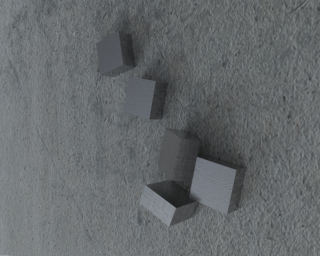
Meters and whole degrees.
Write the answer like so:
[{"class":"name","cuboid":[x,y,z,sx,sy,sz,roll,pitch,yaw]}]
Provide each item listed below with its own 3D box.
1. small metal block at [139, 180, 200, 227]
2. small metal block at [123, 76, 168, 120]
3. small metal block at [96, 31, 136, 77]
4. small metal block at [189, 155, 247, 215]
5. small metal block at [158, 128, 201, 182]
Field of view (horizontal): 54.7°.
[{"class":"small metal block","cuboid":[0.013,0.090,0.378,0.050,0.050,0.025,30,109,36]},{"class":"small metal block","cuboid":[-0.020,-0.041,0.422,0.050,0.025,0.050,16,101,38]},{"class":"small metal block","cuboid":[-0.066,-0.108,0.459,0.050,0.025,0.050,-14,81,39]},{"class":"small metal block","cuboid":[0.065,0.063,0.351,0.050,0.025,0.050,16,100,39]},{"class":"small metal block","cuboid":[0.022,0.031,0.373,0.050,0.025,0.050,-144,64,-67]}]
